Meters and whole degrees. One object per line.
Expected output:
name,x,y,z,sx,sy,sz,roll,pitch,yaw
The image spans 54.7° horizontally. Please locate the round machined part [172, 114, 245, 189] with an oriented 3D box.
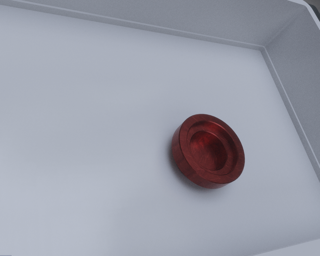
round machined part,0.059,0.033,0.408,0.099,0.042,0.098,14,56,-21
